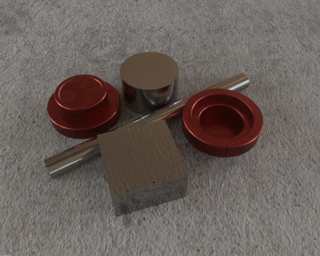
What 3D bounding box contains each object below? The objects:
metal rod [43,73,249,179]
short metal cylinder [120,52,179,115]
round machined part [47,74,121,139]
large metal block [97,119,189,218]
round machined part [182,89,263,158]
[{"bbox_3d":[-0.003,-0.011,0.415,0.302,0.025,0.025,-25,55,-20],"label":"metal rod"},{"bbox_3d":[-0.014,-0.064,0.441,0.081,0.050,0.080,0,50,0],"label":"short metal cylinder"},{"bbox_3d":[-0.104,-0.036,0.422,0.099,0.042,0.098,0,50,0],"label":"round machined part"},{"bbox_3d":[-0.021,0.044,0.352,0.081,0.050,0.080,-13,51,-11],"label":"large metal block"},{"bbox_3d":[0.077,-0.002,0.395,0.099,0.042,0.098,0,50,0],"label":"round machined part"}]
